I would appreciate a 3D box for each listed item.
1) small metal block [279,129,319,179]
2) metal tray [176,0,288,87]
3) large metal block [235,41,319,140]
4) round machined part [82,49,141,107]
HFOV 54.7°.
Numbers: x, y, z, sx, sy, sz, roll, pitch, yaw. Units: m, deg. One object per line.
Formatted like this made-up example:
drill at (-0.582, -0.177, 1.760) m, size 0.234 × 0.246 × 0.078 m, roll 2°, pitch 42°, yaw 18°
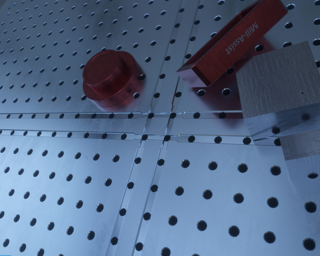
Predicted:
small metal block at (0.147, 0.025, 0.299) m, size 0.050 × 0.050 × 0.025 m, roll -14°, pitch 56°, yaw 20°
metal tray at (0.086, -0.106, 0.392) m, size 0.130 × 0.030 × 0.090 m, roll -43°, pitch 11°, yaw -2°
large metal block at (0.134, -0.040, 0.347) m, size 0.080 × 0.050 × 0.080 m, roll -13°, pitch 56°, yaw 21°
round machined part at (-0.083, -0.086, 0.494) m, size 0.098 × 0.042 × 0.098 m, roll -13°, pitch 56°, yaw 21°
